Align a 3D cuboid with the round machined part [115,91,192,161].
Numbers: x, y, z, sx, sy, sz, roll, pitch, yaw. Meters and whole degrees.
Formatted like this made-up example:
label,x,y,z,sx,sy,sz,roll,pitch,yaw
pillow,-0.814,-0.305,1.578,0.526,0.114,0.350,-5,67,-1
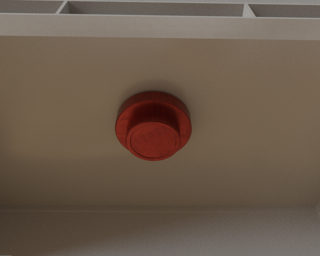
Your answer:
label,x,y,z,sx,sy,sz,roll,pitch,yaw
round machined part,-0.008,0.005,0.398,0.099,0.042,0.097,0,130,0
